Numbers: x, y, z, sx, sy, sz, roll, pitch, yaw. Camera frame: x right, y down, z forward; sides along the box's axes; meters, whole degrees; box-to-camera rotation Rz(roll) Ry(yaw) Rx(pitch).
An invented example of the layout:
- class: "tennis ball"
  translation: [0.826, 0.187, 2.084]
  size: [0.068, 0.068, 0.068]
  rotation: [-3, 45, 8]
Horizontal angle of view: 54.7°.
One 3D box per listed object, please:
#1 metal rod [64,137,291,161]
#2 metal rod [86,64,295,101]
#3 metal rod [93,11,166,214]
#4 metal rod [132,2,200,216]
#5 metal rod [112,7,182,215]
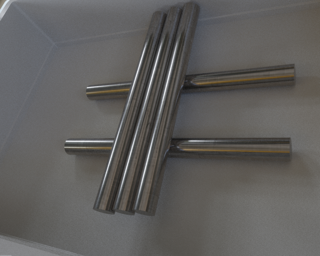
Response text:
- class: "metal rod"
  translation: [0.002, 0.025, 0.389]
  size: [0.300, 0.025, 0.025]
  rotation: [-1, 61, 27]
- class: "metal rod"
  translation: [0.023, -0.060, 0.429]
  size: [0.300, 0.025, 0.025]
  rotation: [-1, 61, 27]
- class: "metal rod"
  translation: [-0.031, -0.038, 0.411]
  size: [0.025, 0.025, 0.300]
  rotation: [-1, 61, 28]
- class: "metal rod"
  translation: [0.014, -0.042, 0.389]
  size: [0.025, 0.025, 0.300]
  rotation: [-1, 61, 28]
- class: "metal rod"
  translation: [-0.008, -0.040, 0.400]
  size: [0.025, 0.025, 0.300]
  rotation: [-1, 61, 28]
